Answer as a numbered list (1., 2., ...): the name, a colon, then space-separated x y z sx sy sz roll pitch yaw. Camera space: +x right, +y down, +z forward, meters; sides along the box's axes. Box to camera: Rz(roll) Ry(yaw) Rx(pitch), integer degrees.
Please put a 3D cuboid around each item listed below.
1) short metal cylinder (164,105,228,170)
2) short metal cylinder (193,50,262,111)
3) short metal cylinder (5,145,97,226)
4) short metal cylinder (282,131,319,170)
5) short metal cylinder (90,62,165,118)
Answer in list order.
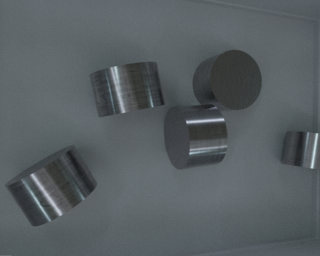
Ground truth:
1. short metal cylinder: 0.043 0.011 0.399 0.050 0.080 0.079 -5 92 -20
2. short metal cylinder: 0.093 -0.064 0.433 0.081 0.050 0.079 0 90 -21
3. short metal cylinder: -0.117 0.061 0.339 0.080 0.080 0.050 -32 101 -17
4. short metal cylinder: 0.231 0.036 0.469 0.081 0.080 0.050 11 87 -20
5. short metal cylinder: -0.038 -0.045 0.368 0.081 0.080 0.050 -13 95 -20
